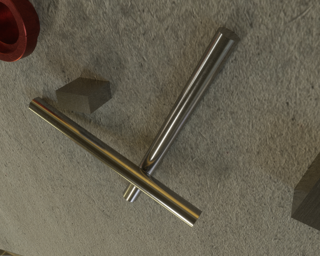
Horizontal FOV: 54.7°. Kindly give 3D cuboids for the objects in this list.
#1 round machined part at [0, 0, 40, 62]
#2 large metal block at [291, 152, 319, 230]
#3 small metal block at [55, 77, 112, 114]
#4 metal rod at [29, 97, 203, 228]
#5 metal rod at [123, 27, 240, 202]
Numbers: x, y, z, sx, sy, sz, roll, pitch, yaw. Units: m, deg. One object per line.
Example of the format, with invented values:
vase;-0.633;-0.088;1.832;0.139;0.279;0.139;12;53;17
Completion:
round machined part;-0.201;-0.141;0.412;0.098;0.042;0.097;13;124;20
large metal block;0.199;0.072;0.330;0.080;0.050;0.079;24;127;13
small metal block;-0.101;-0.045;0.414;0.050;0.050;0.025;11;123;22
metal rod;-0.073;0.041;0.444;0.300;0.025;0.025;33;129;16
metal rod;0.011;0.007;0.403;0.025;0.025;0.298;34;129;5
